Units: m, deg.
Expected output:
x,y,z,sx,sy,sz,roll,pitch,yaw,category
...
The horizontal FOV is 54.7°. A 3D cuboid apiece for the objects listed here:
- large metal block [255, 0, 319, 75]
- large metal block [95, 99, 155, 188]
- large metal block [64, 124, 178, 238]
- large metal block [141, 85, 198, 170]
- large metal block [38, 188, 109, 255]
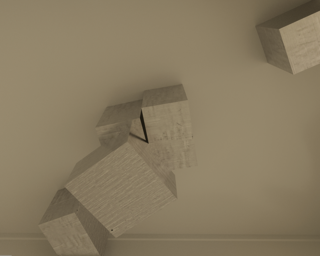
x,y,z,sx,sy,sz,roll,pitch,yaw,category
0.164,-0.106,0.345,0.080,0.080,0.050,-23,109,8,large metal block
-0.038,0.017,0.388,0.050,0.080,0.079,-12,110,4,large metal block
-0.039,0.056,0.333,0.080,0.050,0.080,-35,107,12,large metal block
0.012,-0.003,0.381,0.050,0.080,0.079,-9,110,3,large metal block
-0.112,0.132,0.429,0.050,0.080,0.080,-21,109,7,large metal block
